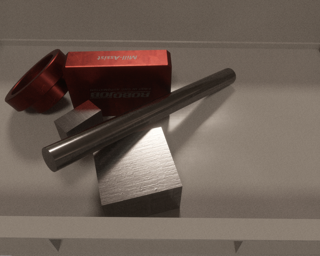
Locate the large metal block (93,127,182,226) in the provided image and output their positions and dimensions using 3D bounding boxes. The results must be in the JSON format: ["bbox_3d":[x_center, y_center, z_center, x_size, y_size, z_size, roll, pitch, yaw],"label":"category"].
[{"bbox_3d":[-0.027,0.052,0.345,0.081,0.050,0.080,-12,51,-10],"label":"large metal block"}]

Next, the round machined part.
[{"bbox_3d":[-0.157,-0.058,0.420,0.098,0.042,0.098,-29,33,22],"label":"round machined part"}]

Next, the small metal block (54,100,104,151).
[{"bbox_3d":[-0.098,0.001,0.387,0.025,0.050,0.050,37,59,26],"label":"small metal block"}]

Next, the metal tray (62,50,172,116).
[{"bbox_3d":[-0.052,-0.057,0.409,0.131,0.089,0.030,-2,50,-2],"label":"metal tray"}]

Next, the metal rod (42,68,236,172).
[{"bbox_3d":[0.002,-0.025,0.380,0.025,0.025,0.302,38,45,27],"label":"metal rod"}]
